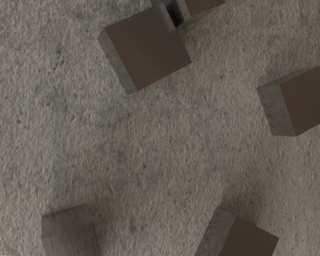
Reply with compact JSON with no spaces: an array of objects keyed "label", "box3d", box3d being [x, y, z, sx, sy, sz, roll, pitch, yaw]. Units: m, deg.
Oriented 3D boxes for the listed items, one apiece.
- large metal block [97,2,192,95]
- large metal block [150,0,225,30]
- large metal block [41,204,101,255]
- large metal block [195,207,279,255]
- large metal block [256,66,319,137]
[{"label":"large metal block","box3d":[-0.020,-0.097,0.389,0.080,0.050,0.080,-31,100,-18]},{"label":"large metal block","box3d":[0.026,-0.173,0.390,0.050,0.080,0.080,-28,100,-18]},{"label":"large metal block","box3d":[-0.096,0.140,0.345,0.050,0.080,0.079,-13,95,-20]},{"label":"large metal block","box3d":[0.107,0.170,0.437,0.080,0.050,0.080,30,80,-18]},{"label":"large metal block","box3d":[0.207,-0.040,0.474,0.081,0.050,0.080,-24,99,-19]}]
